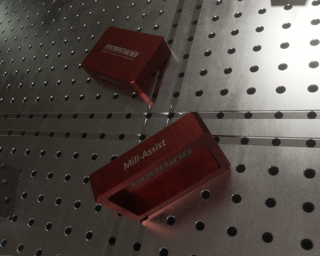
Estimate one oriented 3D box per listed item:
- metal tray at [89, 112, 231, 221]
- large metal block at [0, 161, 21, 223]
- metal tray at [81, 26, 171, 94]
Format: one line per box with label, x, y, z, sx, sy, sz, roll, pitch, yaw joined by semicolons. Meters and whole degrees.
metal tray;0.003;0.047;0.334;0.130;0.090;0.030;-32;52;7
large metal block;-0.268;0.101;0.467;0.080;0.050;0.080;-18;55;17
metal tray;-0.058;-0.114;0.503;0.130;0.030;0.090;23;74;36
